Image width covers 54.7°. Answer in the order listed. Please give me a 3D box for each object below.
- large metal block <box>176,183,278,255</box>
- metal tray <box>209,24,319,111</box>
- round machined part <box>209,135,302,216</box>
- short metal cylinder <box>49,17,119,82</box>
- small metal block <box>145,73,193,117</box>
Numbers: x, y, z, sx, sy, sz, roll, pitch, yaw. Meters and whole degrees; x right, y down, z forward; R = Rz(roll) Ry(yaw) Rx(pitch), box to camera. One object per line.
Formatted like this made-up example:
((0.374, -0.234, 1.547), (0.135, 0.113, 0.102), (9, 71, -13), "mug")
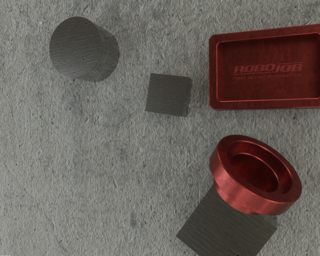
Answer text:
((0.080, 0.116, 0.367), (0.080, 0.050, 0.080), (36, 101, 16), "large metal block")
((0.125, -0.067, 0.362), (0.130, 0.030, 0.089), (0, 90, 19), "metal tray")
((0.099, 0.055, 0.341), (0.098, 0.099, 0.042), (36, 126, 16), "round machined part")
((-0.104, -0.107, 0.431), (0.080, 0.050, 0.079), (0, 90, 19), "short metal cylinder")
((0.012, -0.043, 0.404), (0.050, 0.025, 0.050), (9, 93, 19), "small metal block")
